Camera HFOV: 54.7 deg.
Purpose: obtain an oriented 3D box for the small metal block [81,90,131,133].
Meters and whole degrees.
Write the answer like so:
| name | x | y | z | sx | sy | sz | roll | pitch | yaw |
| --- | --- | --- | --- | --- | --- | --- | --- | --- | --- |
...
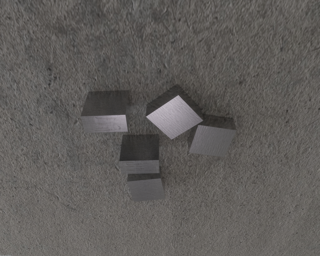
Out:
| name | x | y | z | sx | sy | sz | roll | pitch | yaw |
| --- | --- | --- | --- | --- | --- | --- | --- | --- | --- |
| small metal block | -0.063 | -0.020 | 0.373 | 0.050 | 0.050 | 0.025 | -2 | 130 | 1 |

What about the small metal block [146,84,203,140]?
| name | x | y | z | sx | sy | sz | roll | pitch | yaw |
| --- | --- | --- | --- | --- | --- | --- | --- | --- | --- |
| small metal block | 0.018 | -0.019 | 0.391 | 0.050 | 0.025 | 0.050 | -33 | 123 | 24 |

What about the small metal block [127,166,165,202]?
| name | x | y | z | sx | sy | sz | roll | pitch | yaw |
| --- | --- | --- | --- | --- | --- | --- | --- | --- | --- |
| small metal block | -0.020 | 0.087 | 0.481 | 0.050 | 0.025 | 0.050 | -6 | 130 | 5 |

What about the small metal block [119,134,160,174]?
| name | x | y | z | sx | sy | sz | roll | pitch | yaw |
| --- | --- | --- | --- | --- | --- | --- | --- | --- | --- |
| small metal block | -0.026 | 0.035 | 0.420 | 0.050 | 0.050 | 0.025 | -2 | 130 | 1 |

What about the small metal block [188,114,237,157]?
| name | x | y | z | sx | sy | sz | roll | pitch | yaw |
| --- | --- | --- | --- | --- | --- | --- | --- | --- | --- |
| small metal block | 0.068 | 0.010 | 0.416 | 0.050 | 0.025 | 0.050 | 8 | 130 | -7 |
